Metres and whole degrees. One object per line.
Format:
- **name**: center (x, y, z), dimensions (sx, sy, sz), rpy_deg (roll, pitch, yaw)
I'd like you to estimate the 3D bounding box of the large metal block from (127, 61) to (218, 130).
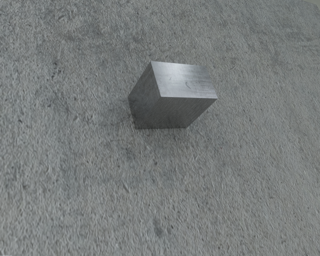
- **large metal block**: center (0.013, -0.039, 0.403), dimensions (0.081, 0.080, 0.050), rpy_deg (-1, 63, -29)
